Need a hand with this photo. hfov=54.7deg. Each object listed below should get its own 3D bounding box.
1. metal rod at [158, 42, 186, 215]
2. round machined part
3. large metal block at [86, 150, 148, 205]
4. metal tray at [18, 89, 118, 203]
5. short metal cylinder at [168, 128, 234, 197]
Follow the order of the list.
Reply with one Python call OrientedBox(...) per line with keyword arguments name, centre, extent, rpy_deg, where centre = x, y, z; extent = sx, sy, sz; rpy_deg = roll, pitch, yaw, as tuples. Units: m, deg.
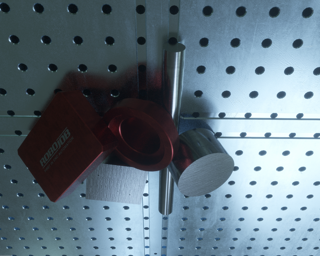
OrientedBox(name="metal rod", centre=(0.013, 0.025, 0.434), extent=(0.025, 0.025, 0.298), rpy_deg=(1, 130, -1))
OrientedBox(name="round machined part", centre=(-0.020, 0.004, 0.387), extent=(0.098, 0.042, 0.097), rpy_deg=(16, 132, 19))
OrientedBox(name="large metal block", centre=(-0.061, 0.063, 0.448), extent=(0.081, 0.050, 0.079), rpy_deg=(8, 130, -7))
OrientedBox(name="metal tray", centre=(-0.122, 0.025, 0.396), extent=(0.129, 0.030, 0.090), rpy_deg=(-44, 80, 30))
OrientedBox(name="short metal cylinder", centre=(0.052, 0.047, 0.418), extent=(0.081, 0.050, 0.079), rpy_deg=(-14, 132, -15))
